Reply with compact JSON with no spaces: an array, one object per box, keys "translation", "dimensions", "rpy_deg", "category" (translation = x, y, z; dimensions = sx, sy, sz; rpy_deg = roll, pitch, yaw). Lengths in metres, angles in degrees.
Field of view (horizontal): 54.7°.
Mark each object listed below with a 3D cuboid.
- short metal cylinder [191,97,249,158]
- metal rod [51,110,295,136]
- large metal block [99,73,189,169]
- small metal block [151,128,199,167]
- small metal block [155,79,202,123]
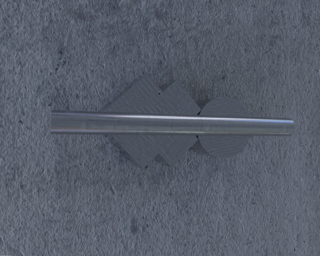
[{"translation":[0.075,-0.001,0.424],"dimensions":[0.081,0.050,0.080],"rpy_deg":[0,90,-20],"category":"short metal cylinder"},{"translation":[0.031,-0.004,0.367],"dimensions":[0.302,0.025,0.025],"rpy_deg":[1,90,-20],"category":"metal rod"},{"translation":[-0.026,-0.008,0.386],"dimensions":[0.080,0.050,0.080],"rpy_deg":[-44,104,-15],"category":"large metal block"},{"translation":[0.015,0.022,0.404],"dimensions":[0.050,0.050,0.025],"rpy_deg":[-44,104,-15],"category":"small metal block"},{"translation":[0.019,-0.033,0.405],"dimensions":[0.025,0.050,0.050],"rpy_deg":[-44,105,-14],"category":"small metal block"}]
